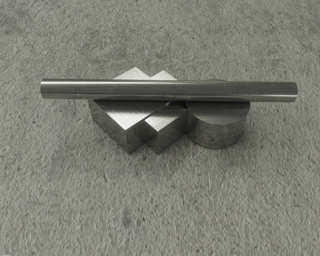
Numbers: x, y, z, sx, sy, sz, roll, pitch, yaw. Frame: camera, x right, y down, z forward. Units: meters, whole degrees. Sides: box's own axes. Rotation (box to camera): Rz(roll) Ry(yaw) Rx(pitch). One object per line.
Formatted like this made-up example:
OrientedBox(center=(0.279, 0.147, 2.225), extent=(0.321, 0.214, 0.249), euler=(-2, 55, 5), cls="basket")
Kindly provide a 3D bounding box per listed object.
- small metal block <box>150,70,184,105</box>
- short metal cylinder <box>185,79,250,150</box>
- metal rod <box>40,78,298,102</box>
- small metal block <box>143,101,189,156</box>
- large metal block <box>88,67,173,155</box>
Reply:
OrientedBox(center=(0.012, -0.043, 0.425), extent=(0.025, 0.050, 0.050), euler=(-35, 59, -26), cls="small metal block")
OrientedBox(center=(0.072, -0.019, 0.404), extent=(0.081, 0.050, 0.080), euler=(0, 50, 0), cls="short metal cylinder")
OrientedBox(center=(0.010, -0.045, 0.376), extent=(0.302, 0.025, 0.025), euler=(1, 50, 0), cls="metal rod")
OrientedBox(center=(0.007, 0.000, 0.390), extent=(0.050, 0.050, 0.025), euler=(-35, 59, -26), cls="small metal block")
OrientedBox(center=(-0.037, -0.025, 0.407), extent=(0.080, 0.050, 0.080), euler=(-35, 58, -26), cls="large metal block")
